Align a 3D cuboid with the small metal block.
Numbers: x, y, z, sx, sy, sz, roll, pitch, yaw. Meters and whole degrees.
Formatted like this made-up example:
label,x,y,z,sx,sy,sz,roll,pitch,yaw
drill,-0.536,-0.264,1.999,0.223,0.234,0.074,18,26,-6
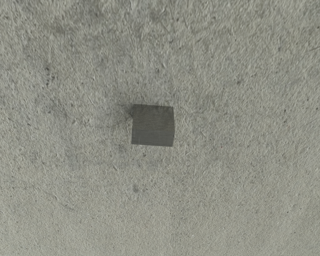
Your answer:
label,x,y,z,sx,sy,sz,roll,pitch,yaw
small metal block,-0.009,-0.004,0.388,0.050,0.050,0.025,4,130,-4
